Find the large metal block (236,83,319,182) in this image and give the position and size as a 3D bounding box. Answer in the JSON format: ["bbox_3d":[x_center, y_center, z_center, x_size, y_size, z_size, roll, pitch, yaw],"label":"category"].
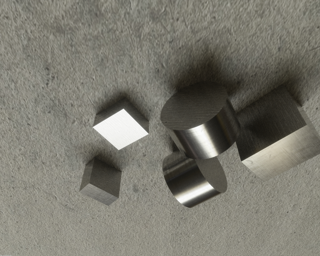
[{"bbox_3d":[0.139,0.005,0.378,0.080,0.080,0.050,-36,122,26],"label":"large metal block"}]

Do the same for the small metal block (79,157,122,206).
[{"bbox_3d":[-0.086,0.079,0.457,0.050,0.050,0.025,34,122,-26],"label":"small metal block"}]

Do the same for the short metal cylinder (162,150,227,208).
[{"bbox_3d":[0.048,0.062,0.425,0.050,0.080,0.080,-33,123,25],"label":"short metal cylinder"}]

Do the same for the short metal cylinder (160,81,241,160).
[{"bbox_3d":[0.048,-0.010,0.364,0.080,0.080,0.050,-20,127,16],"label":"short metal cylinder"}]

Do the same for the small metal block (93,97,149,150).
[{"bbox_3d":[-0.050,-0.005,0.403,0.050,0.025,0.050,-29,125,22],"label":"small metal block"}]
